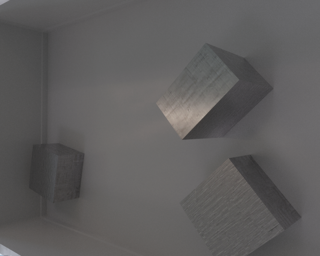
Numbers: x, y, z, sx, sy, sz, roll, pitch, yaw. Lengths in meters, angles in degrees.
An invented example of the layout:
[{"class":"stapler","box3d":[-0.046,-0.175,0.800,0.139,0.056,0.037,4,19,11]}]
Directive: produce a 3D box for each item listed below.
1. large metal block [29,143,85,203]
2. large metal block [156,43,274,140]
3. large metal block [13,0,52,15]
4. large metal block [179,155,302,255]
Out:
[{"class":"large metal block","box3d":[-0.182,0.075,0.541,0.080,0.050,0.079,14,99,39]},{"class":"large metal block","box3d":[0.058,-0.034,0.323,0.080,0.081,0.050,-49,61,29]},{"class":"large metal block","box3d":[-0.237,-0.263,0.563,0.080,0.050,0.080,-36,59,-14]},{"class":"large metal block","box3d":[0.081,0.086,0.324,0.080,0.050,0.080,-49,61,29]}]
